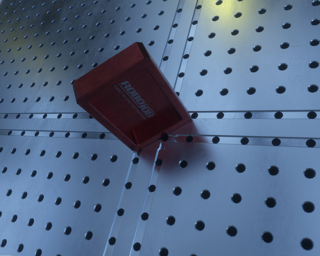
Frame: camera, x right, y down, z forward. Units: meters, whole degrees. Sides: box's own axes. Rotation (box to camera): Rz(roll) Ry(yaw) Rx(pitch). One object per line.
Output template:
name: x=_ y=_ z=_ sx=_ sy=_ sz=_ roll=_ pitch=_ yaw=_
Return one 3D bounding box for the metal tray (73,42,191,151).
metal tray: x=-0.028 y=-0.030 z=0.372 sx=0.090 sy=0.130 sz=0.030 roll=-31 pitch=52 yaw=8
